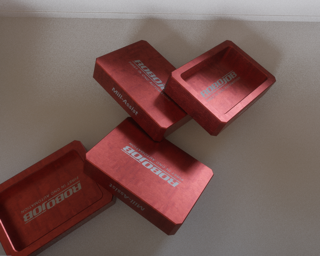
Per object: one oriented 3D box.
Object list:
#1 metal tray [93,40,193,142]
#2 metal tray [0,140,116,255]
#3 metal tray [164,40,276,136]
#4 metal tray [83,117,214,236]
[{"bbox_3d":[-0.013,-0.054,0.409,0.130,0.030,0.091,45,53,14],"label":"metal tray"},{"bbox_3d":[-0.131,0.086,0.373,0.131,0.030,0.090,-32,73,-12],"label":"metal tray"},{"bbox_3d":[0.081,-0.057,0.404,0.090,0.030,0.131,45,55,14],"label":"metal tray"},{"bbox_3d":[-0.013,0.051,0.369,0.130,0.030,0.090,34,48,11],"label":"metal tray"}]
